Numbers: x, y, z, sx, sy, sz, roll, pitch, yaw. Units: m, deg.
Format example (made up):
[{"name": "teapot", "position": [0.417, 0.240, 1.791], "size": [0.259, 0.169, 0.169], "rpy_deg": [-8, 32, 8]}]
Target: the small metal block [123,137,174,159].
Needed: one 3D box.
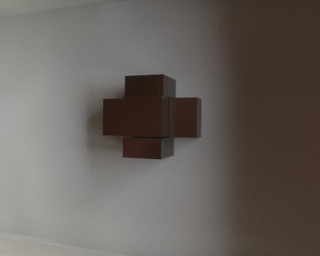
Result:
[{"name": "small metal block", "position": [-0.014, 0.024, 0.399], "size": [0.050, 0.050, 0.025], "rpy_deg": [1, 91, 20]}]

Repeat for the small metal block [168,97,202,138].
[{"name": "small metal block", "position": [0.026, -0.013, 0.400], "size": [0.050, 0.025, 0.050], "rpy_deg": [1, 90, 19]}]

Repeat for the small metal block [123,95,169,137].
[{"name": "small metal block", "position": [-0.017, -0.014, 0.387], "size": [0.050, 0.025, 0.050], "rpy_deg": [1, 90, 19]}]

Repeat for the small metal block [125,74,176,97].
[{"name": "small metal block", "position": [-0.011, -0.052, 0.399], "size": [0.050, 0.050, 0.025], "rpy_deg": [1, 91, 20]}]

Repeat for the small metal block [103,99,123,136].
[{"name": "small metal block", "position": [-0.050, -0.014, 0.426], "size": [0.050, 0.025, 0.050], "rpy_deg": [1, 90, 20]}]
